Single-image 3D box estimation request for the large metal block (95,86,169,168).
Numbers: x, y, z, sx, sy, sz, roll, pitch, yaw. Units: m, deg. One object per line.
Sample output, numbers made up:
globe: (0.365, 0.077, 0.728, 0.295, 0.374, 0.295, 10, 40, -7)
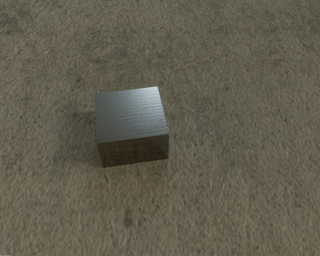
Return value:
large metal block: (-0.036, -0.002, 0.389, 0.080, 0.050, 0.080, -7, 50, -6)
